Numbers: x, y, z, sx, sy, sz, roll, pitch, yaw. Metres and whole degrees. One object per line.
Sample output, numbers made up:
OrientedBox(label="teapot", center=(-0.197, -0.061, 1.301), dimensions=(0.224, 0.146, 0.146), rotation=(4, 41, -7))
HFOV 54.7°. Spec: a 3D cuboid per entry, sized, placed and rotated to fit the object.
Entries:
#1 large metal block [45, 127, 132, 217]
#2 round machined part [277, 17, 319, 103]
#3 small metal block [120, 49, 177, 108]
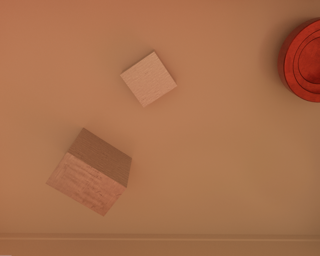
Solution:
OrientedBox(label="large metal block", center=(-0.087, 0.054, 0.401), dimensions=(0.080, 0.080, 0.050), rotation=(34, 106, -12))
OrientedBox(label="round machined part", center=(0.191, -0.083, 0.374), dimensions=(0.099, 0.042, 0.097), rotation=(0, 110, -1))
OrientedBox(label="small metal block", center=(-0.014, -0.062, 0.388), dimensions=(0.050, 0.025, 0.050), rotation=(-33, 107, 11))
